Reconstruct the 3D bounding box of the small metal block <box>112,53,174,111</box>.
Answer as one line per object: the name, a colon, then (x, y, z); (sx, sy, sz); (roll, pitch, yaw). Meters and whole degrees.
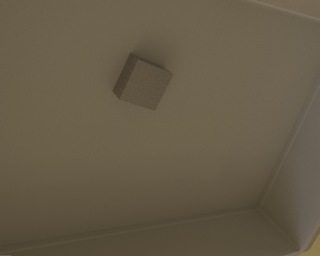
small metal block: (-0.020, -0.053, 0.366); (0.050, 0.025, 0.050); (16, 110, -35)
